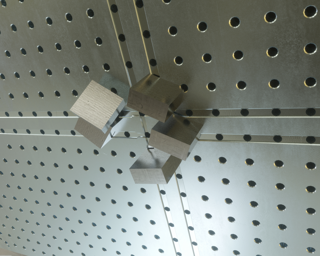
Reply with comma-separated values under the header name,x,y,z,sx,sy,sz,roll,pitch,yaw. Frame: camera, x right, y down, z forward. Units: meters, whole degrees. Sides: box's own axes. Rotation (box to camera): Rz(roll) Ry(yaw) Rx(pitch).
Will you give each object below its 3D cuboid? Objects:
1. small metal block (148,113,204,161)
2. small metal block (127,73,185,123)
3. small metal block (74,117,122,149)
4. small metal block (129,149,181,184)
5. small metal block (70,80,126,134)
name,x,y,z,sx,sy,sz,roll,pitch,yaw
small metal block,0.021,0.009,0.388,0.050,0.050,0.025,23,127,14
small metal block,-0.004,-0.037,0.373,0.050,0.050,0.025,24,127,13
small metal block,-0.092,-0.006,0.454,0.050,0.025,0.050,37,129,2
small metal block,-0.006,0.052,0.429,0.050,0.050,0.025,-5,116,30
small metal block,-0.083,-0.028,0.417,0.050,0.050,0.025,32,169,7
